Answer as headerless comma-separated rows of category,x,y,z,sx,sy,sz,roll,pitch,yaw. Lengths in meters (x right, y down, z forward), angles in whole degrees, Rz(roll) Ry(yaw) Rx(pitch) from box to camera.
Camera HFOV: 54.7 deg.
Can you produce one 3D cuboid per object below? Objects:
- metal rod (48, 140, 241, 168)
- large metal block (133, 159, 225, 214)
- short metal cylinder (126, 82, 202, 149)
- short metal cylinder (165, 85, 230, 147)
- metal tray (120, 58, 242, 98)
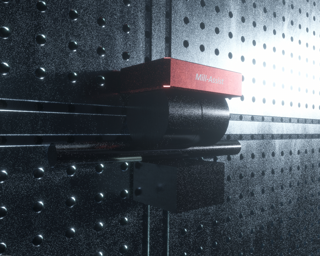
metal rod,0.007,0.030,0.410,0.302,0.025,0.025,1,90,-40
large metal block,0.023,0.067,0.388,0.081,0.080,0.050,1,90,-40
short metal cylinder,0.003,-0.016,0.373,0.050,0.080,0.079,1,90,-40
short metal cylinder,0.043,-0.015,0.406,0.050,0.080,0.080,2,89,-40
metal tray,0.028,-0.056,0.386,0.131,0.090,0.030,1,89,-40
